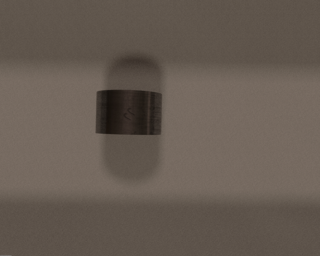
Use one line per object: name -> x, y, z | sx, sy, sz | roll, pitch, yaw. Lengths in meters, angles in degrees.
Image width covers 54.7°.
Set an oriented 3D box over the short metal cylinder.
short metal cylinder -> -0.038, -0.018, 0.383 | 0.081, 0.080, 0.050 | 1, 90, -1
